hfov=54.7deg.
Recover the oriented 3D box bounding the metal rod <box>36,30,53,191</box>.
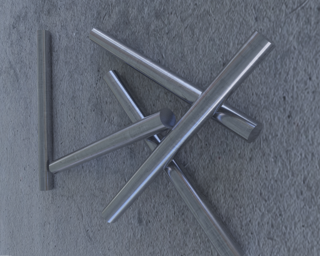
[{"bbox_3d":[-0.217,-0.033,0.584,0.025,0.025,0.298,-2,89,40],"label":"metal rod"}]

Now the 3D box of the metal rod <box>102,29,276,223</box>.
[{"bbox_3d":[0.015,0.018,0.358,0.298,0.025,0.025,-51,60,28],"label":"metal rod"}]

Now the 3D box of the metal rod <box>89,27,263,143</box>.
[{"bbox_3d":[-0.001,-0.070,0.405,0.300,0.025,0.025,37,113,33],"label":"metal rod"}]

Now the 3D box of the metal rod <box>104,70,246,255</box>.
[{"bbox_3d":[0.005,0.033,0.401,0.025,0.025,0.299,-50,61,28],"label":"metal rod"}]

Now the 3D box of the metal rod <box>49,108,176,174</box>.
[{"bbox_3d":[-0.090,0.030,0.458,0.299,0.025,0.025,-23,76,44],"label":"metal rod"}]
